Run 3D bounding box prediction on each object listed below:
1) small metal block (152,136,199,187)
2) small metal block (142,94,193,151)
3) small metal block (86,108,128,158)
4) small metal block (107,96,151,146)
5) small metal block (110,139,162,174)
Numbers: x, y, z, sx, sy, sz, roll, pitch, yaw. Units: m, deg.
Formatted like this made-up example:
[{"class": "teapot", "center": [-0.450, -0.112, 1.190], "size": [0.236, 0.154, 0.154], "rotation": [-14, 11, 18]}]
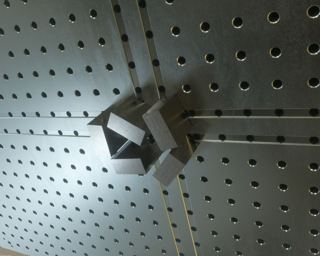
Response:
[{"class": "small metal block", "center": [0.021, 0.042, 0.410], "size": [0.025, 0.050, 0.050], "rotation": [37, 129, 5]}, {"class": "small metal block", "center": [0.011, -0.008, 0.384], "size": [0.025, 0.050, 0.050], "rotation": [-17, 109, 35]}, {"class": "small metal block", "center": [-0.072, 0.006, 0.437], "size": [0.025, 0.050, 0.050], "rotation": [4, 121, 27]}, {"class": "small metal block", "center": [-0.032, -0.011, 0.406], "size": [0.050, 0.050, 0.025], "rotation": [29, 129, 9]}, {"class": "small metal block", "center": [-0.033, 0.040, 0.437], "size": [0.050, 0.050, 0.025], "rotation": [-5, 116, 30]}]
